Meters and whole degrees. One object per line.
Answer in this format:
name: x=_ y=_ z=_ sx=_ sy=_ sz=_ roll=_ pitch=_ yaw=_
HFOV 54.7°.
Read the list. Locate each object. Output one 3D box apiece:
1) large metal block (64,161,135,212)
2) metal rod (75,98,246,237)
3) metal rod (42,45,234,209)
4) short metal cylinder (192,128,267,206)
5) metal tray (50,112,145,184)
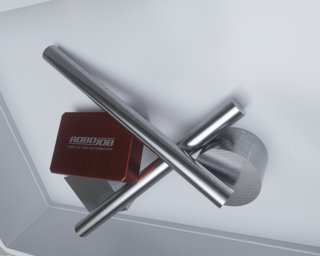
large metal block: x=-0.088 y=0.086 z=0.484 sx=0.080 sy=0.050 sz=0.080 roll=-21 pitch=108 yaw=35
metal rod: x=-0.015 y=0.065 z=0.406 sx=0.299 sy=0.025 sz=0.025 roll=-41 pitch=95 yaw=25
metal rod: x=-0.039 y=-0.012 z=0.380 sx=0.300 sy=0.025 sz=0.025 roll=39 pitch=130 yaw=17
short metal cylinder: x=0.085 y=0.047 z=0.373 sx=0.080 sy=0.050 sz=0.079 roll=13 pitch=124 yaw=20
metal tray: x=-0.086 y=0.024 z=0.426 sx=0.130 sy=0.030 sz=0.090 roll=1 pitch=75 yaw=29
